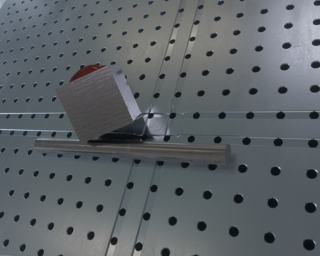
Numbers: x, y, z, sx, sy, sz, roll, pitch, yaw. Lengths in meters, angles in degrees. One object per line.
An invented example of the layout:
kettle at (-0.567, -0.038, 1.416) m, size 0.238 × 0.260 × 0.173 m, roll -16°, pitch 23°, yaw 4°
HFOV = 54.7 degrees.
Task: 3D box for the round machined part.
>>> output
round machined part at (-0.107, -0.061, 0.491) m, size 0.098 × 0.042 × 0.098 m, roll -13°, pitch 56°, yaw 20°

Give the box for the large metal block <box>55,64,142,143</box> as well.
large metal block at (-0.082, -0.035, 0.428) m, size 0.080 × 0.080 × 0.050 m, roll -21°, pitch 9°, yaw 13°

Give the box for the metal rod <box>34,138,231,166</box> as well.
metal rod at (-0.056, 0.029, 0.419) m, size 0.300 × 0.025 × 0.025 m, roll 1°, pitch 62°, yaw 28°
